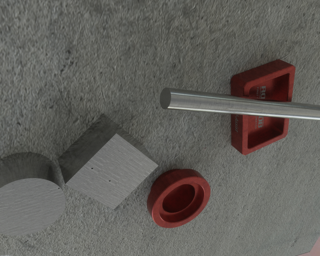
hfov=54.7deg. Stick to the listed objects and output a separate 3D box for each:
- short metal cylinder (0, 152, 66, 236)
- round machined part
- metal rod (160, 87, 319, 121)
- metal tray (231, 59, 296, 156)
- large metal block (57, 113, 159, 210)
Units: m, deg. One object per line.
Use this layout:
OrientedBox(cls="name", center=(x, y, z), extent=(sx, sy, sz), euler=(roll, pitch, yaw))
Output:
OrientedBox(cls="short metal cylinder", center=(-0.154, 0.075, 0.353), extent=(0.081, 0.050, 0.079), euler=(-14, 125, -21))
OrientedBox(cls="round machined part", center=(0.025, 0.102, 0.474), extent=(0.099, 0.042, 0.097), euler=(-14, 125, -21))
OrientedBox(cls="metal rod", center=(0.137, -0.029, 0.426), extent=(0.303, 0.025, 0.025), euler=(2, 117, -30))
OrientedBox(cls="metal tray", center=(0.154, -0.029, 0.472), extent=(0.091, 0.030, 0.129), euler=(-21, 127, -16))
OrientedBox(cls="large metal block", center=(-0.064, 0.043, 0.383), extent=(0.080, 0.050, 0.080), euler=(-45, 130, 3))
